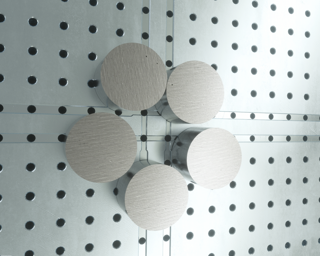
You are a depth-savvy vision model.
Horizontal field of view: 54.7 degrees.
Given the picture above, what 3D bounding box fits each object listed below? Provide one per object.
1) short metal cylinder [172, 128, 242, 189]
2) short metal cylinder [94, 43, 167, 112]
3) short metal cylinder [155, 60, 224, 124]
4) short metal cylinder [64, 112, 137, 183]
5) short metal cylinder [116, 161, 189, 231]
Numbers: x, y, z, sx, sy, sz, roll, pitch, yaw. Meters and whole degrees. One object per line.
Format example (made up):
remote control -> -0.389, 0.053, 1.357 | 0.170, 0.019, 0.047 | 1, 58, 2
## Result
short metal cylinder -> 0.062, 0.039, 0.421 | 0.081, 0.050, 0.079 | -1, 92, -20
short metal cylinder -> -0.038, -0.060, 0.385 | 0.081, 0.050, 0.079 | 0, 90, -20
short metal cylinder -> 0.037, -0.045, 0.412 | 0.081, 0.050, 0.079 | 0, 90, -20
short metal cylinder -> -0.073, 0.022, 0.372 | 0.081, 0.050, 0.079 | 0, 91, -20
short metal cylinder -> -0.011, 0.083, 0.394 | 0.081, 0.050, 0.080 | 0, 90, -19
